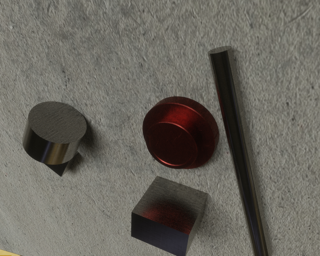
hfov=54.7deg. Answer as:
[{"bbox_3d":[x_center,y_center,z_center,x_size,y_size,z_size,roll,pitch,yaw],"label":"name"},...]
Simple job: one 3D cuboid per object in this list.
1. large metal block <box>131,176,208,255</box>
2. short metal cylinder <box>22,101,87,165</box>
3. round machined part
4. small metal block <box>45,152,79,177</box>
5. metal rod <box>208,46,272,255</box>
[{"bbox_3d":[0.014,0.123,0.438,0.080,0.080,0.050,17,125,18],"label":"large metal block"},{"bbox_3d":[-0.155,0.007,0.455,0.080,0.080,0.050,37,129,3],"label":"short metal cylinder"},{"bbox_3d":[0.021,0.013,0.391,0.098,0.042,0.097,13,124,20],"label":"round machined part"},{"bbox_3d":[-0.172,0.047,0.524,0.050,0.025,0.050,38,129,2],"label":"small metal block"},{"bbox_3d":[0.104,0.049,0.381,0.025,0.025,0.298,-4,117,29],"label":"metal rod"}]
